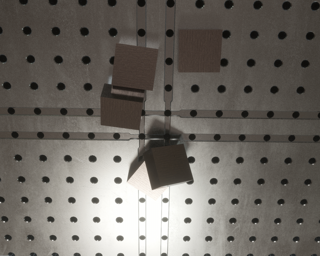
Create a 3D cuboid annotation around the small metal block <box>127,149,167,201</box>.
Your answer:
[{"bbox_3d":[-0.011,0.066,0.438,0.050,0.025,0.050,35,106,-13],"label":"small metal block"}]

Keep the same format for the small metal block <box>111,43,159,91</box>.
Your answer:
[{"bbox_3d":[-0.031,-0.075,0.381,0.050,0.025,0.050,7,100,-4],"label":"small metal block"}]

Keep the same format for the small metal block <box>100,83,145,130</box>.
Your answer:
[{"bbox_3d":[-0.048,-0.026,0.393,0.050,0.025,0.050,8,137,-3],"label":"small metal block"}]

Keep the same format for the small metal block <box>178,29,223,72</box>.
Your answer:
[{"bbox_3d":[0.048,-0.095,0.379,0.050,0.025,0.050,0,110,-1],"label":"small metal block"}]

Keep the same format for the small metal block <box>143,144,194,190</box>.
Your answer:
[{"bbox_3d":[0.011,0.051,0.408,0.050,0.025,0.050,-6,73,-31],"label":"small metal block"}]
